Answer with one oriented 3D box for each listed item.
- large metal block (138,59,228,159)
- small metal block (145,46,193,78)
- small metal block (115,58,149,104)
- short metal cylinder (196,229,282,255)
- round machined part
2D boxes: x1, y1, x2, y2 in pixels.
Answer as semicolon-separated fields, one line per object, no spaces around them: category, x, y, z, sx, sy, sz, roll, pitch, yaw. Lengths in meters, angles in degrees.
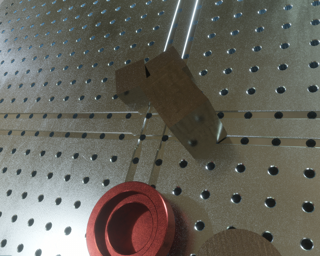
large metal block;0.028;-0.022;0.370;0.050;0.080;0.080;-37;51;4
small metal block;0.012;-0.085;0.453;0.050;0.025;0.050;-32;52;7
small metal block;-0.039;-0.071;0.471;0.050;0.025;0.050;-20;54;16
short metal cylinder;0.074;0.134;0.271;0.080;0.050;0.080;-13;56;20
round machined part;-0.028;0.112;0.342;0.098;0.042;0.098;-13;56;20
